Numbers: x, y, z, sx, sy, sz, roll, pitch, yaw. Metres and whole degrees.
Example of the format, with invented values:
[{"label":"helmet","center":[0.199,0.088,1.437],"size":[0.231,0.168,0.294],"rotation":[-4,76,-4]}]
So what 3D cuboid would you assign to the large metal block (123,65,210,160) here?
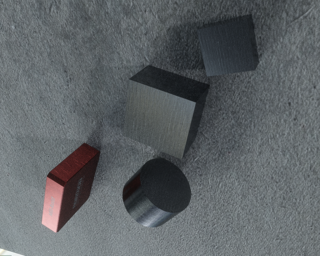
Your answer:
[{"label":"large metal block","center":[0.006,-0.020,0.375],"size":[0.080,0.050,0.079],"rotation":[21,126,15]}]

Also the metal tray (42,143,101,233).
[{"label":"metal tray","center":[-0.144,0.097,0.500],"size":[0.030,0.090,0.129],"rotation":[29,128,10]}]

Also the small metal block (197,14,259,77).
[{"label":"small metal block","center":[0.071,-0.084,0.318],"size":[0.050,0.025,0.050],"rotation":[-3,117,29]}]

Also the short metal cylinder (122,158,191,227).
[{"label":"short metal cylinder","center":[-0.004,0.089,0.429],"size":[0.080,0.080,0.050],"rotation":[42,129,-1]}]
